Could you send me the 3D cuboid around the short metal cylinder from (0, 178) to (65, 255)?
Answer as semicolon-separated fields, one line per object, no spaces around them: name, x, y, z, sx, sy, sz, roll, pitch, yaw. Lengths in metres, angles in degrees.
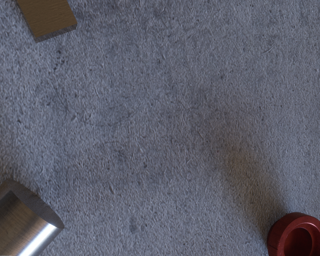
short metal cylinder;-0.149;0.099;0.325;0.080;0.080;0.050;46;76;-15

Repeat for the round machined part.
round machined part;0.206;0.179;0.479;0.099;0.042;0.097;0;90;-21

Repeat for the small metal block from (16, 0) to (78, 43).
small metal block;-0.132;-0.134;0.360;0.050;0.025;0.050;-27;99;-18
